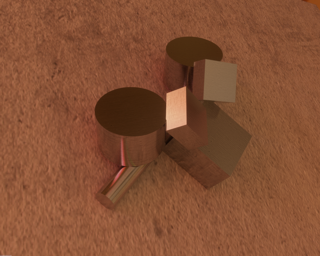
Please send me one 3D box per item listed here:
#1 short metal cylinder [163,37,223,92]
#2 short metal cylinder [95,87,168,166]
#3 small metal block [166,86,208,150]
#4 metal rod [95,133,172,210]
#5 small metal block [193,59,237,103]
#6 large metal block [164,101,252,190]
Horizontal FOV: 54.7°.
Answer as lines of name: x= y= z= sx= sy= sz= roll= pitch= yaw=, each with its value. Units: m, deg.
short metal cylinder: x=0.047 y=-0.091 z=0.453 sx=0.081 sy=0.050 sz=0.080 roll=3 pitch=45 yaw=-3
short metal cylinder: x=-0.032 y=-0.003 z=0.357 sx=0.081 sy=0.050 sz=0.080 roll=3 pitch=45 yaw=-3
small metal block: x=0.031 y=-0.010 z=0.350 sx=0.050 sy=0.025 sz=0.050 roll=40 pitch=42 yaw=-45
metal rod: x=0.019 y=-0.010 z=0.423 sx=0.025 sy=0.025 sz=0.301 roll=42 pitch=51 yaw=0
small metal block: x=0.071 y=-0.059 z=0.401 sx=0.050 sy=0.025 sz=0.050 roll=2 pitch=91 yaw=-28
large metal block: x=0.063 y=0.020 z=0.411 sx=0.080 sy=0.050 sz=0.080 roll=41 pitch=51 yaw=0
